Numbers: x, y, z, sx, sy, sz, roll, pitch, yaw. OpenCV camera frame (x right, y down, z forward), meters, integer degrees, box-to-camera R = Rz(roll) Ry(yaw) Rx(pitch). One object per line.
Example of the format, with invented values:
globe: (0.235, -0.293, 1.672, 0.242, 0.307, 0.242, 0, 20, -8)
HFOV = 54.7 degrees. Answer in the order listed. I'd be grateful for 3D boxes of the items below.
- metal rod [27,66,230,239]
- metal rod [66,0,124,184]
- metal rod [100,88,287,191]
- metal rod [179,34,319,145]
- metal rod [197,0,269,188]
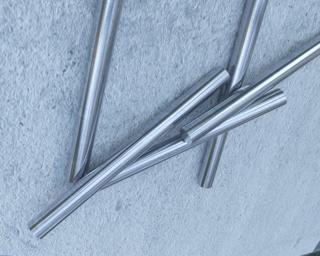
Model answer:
metal rod: (-0.030, 0.023, 0.383, 0.301, 0.025, 0.025, -40, 130, -10)
metal rod: (-0.065, -0.068, 0.328, 0.025, 0.025, 0.298, 3, 117, -30)
metal rod: (0.030, 0.019, 0.413, 0.301, 0.025, 0.025, -25, 128, -5)
metal rod: (0.152, -0.069, 0.422, 0.302, 0.025, 0.025, -33, 129, -17)
metal rod: (0.097, -0.041, 0.434, 0.025, 0.025, 0.298, -4, 120, -27)
